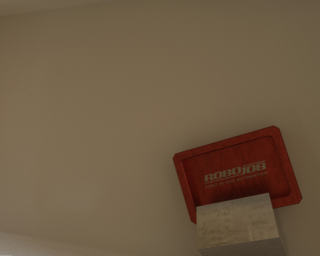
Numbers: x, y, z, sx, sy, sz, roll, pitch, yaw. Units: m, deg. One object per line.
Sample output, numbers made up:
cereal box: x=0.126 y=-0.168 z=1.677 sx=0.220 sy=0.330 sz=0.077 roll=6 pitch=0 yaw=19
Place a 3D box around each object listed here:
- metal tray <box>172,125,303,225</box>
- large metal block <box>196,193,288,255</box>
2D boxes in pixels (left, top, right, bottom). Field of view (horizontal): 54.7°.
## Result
metal tray: x=0.090 y=0.057 z=0.375 sx=0.130 sy=0.030 sz=0.090 roll=-18 pitch=84 yaw=18
large metal block: x=0.093 y=0.122 z=0.342 sx=0.080 sy=0.050 sz=0.080 roll=-17 pitch=129 yaw=19
